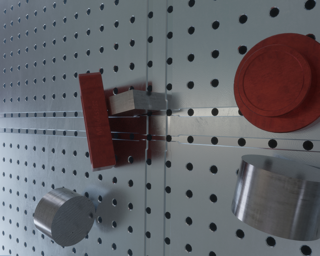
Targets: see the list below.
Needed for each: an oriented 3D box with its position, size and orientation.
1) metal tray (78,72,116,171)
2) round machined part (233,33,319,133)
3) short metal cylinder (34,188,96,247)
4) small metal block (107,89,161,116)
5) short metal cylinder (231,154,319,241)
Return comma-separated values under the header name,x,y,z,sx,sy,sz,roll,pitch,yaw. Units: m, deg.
name,x,y,z,sx,sy,sz,roll,pitch,yaw
metal tray,-0.093,-0.005,0.451,0.090,0.030,0.129,139,121,-73
round machined part,0.116,-0.044,0.302,0.098,0.042,0.097,0,90,40
short metal cylinder,-0.152,0.142,0.499,0.050,0.081,0.079,10,97,39
small metal block,-0.036,-0.033,0.423,0.050,0.050,0.025,-11,83,39
short metal cylinder,0.110,0.059,0.283,0.080,0.081,0.050,16,100,39
